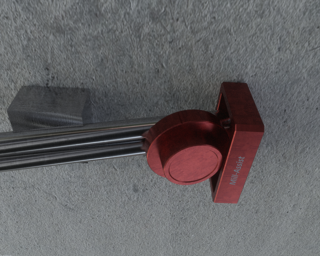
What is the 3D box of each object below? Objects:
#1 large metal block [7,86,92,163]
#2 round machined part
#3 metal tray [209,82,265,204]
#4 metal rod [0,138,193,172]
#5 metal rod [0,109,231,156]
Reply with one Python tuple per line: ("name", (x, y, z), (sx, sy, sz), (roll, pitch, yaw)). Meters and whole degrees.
("large metal block", (-0.129, -0.003, 0.383), (0.081, 0.050, 0.079), (2, 130, -3))
("round machined part", (0.034, 0.029, 0.359), (0.099, 0.042, 0.097), (-8, 133, -8))
("metal tray", (0.086, 0.020, 0.384), (0.030, 0.090, 0.129), (3, 130, -3))
("metal rod", (-0.067, 0.026, 0.371), (0.302, 0.025, 0.025), (-6, 131, -12))
("metal rod", (-0.065, 0.005, 0.353), (0.302, 0.025, 0.025), (-6, 131, -12))
